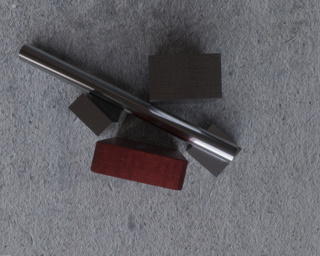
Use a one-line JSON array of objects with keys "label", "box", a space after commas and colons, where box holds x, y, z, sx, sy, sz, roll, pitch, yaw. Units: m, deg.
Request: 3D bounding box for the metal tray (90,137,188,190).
[{"label": "metal tray", "box": [-0.020, 0.036, 0.359, 0.091, 0.130, 0.030, 12, 90, 0]}]

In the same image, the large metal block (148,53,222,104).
[{"label": "large metal block", "box": [0.028, -0.057, 0.383, 0.081, 0.080, 0.050, -2, 90, -1]}]

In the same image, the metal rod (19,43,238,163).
[{"label": "metal rod", "box": [-0.043, -0.034, 0.397, 0.301, 0.025, 0.025, 26, 90, 5]}]

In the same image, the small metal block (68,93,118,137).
[{"label": "small metal block", "box": [-0.084, -0.016, 0.397, 0.050, 0.050, 0.025, 44, 90, -1]}]

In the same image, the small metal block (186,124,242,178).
[{"label": "small metal block", "box": [0.071, 0.029, 0.413, 0.050, 0.025, 0.050, 41, 90, -1]}]
